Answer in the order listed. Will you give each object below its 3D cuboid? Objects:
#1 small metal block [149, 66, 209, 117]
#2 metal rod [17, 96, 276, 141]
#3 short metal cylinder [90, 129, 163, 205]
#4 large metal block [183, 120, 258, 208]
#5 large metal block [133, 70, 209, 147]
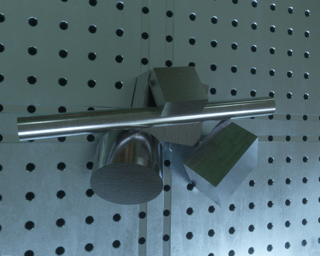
[{"bbox_3d":[0.020,-0.042,0.350,0.050,0.025,0.050,-6,57,-20],"label":"small metal block"},{"bbox_3d":[0.002,-0.014,0.357,0.303,0.025,0.025,-6,92,-20],"label":"metal rod"},{"bbox_3d":[-0.037,0.046,0.360,0.080,0.080,0.050,21,41,-19],"label":"short metal cylinder"},{"bbox_3d":[0.082,0.046,0.403,0.080,0.050,0.080,-47,148,-14],"label":"large metal block"},{"bbox_3d":[0.009,-0.023,0.399,0.081,0.050,0.080,11,86,-20],"label":"large metal block"}]
